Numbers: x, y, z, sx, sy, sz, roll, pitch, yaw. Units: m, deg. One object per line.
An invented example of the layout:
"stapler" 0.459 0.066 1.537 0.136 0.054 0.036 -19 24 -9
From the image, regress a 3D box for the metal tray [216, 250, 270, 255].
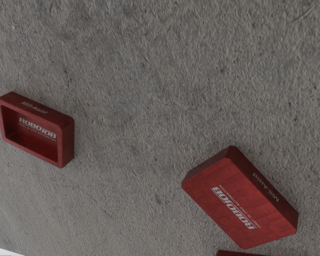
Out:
"metal tray" 0.154 0.235 0.468 0.130 0.030 0.090 -6 116 30

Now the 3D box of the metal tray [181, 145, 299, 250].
"metal tray" 0.103 0.095 0.408 0.130 0.030 0.090 46 129 -5

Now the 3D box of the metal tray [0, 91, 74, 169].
"metal tray" -0.205 0.003 0.513 0.130 0.030 0.089 22 127 14
